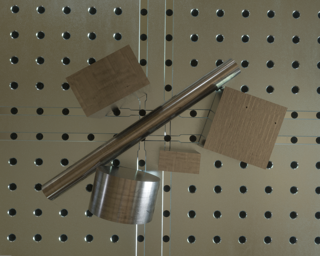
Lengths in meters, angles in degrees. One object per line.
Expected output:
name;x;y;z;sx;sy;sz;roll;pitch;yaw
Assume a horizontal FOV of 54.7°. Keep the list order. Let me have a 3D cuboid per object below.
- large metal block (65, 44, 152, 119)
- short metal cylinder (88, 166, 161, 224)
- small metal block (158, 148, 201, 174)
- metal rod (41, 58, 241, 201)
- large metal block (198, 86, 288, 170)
large metal block;-0.058;-0.053;0.386;0.080;0.080;0.050;-28;90;0
short metal cylinder;-0.044;0.081;0.385;0.080;0.080;0.050;12;90;-1
small metal block;0.024;0.041;0.401;0.050;0.050;0.025;5;90;-1
metal rod;-0.024;0.001;0.412;0.301;0.025;0.025;-34;90;-1
large metal block;0.103;0.000;0.400;0.080;0.050;0.080;19;90;-1
